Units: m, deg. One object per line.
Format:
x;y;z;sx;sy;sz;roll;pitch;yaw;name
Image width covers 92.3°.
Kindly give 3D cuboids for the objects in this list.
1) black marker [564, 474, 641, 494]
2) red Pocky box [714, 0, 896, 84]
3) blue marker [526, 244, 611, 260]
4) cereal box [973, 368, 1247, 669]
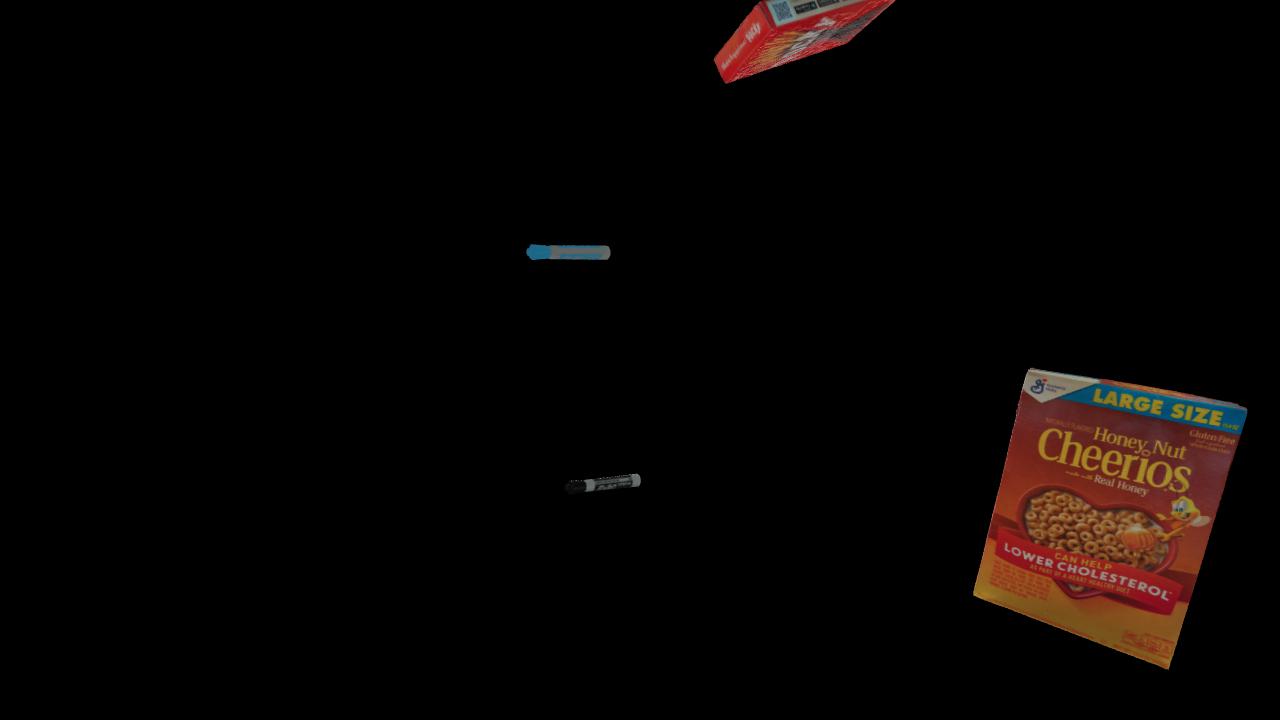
-0.053;0.177;0.878;0.121;0.020;0.020;2;-1;-36;black marker
0.147;-0.291;0.536;0.155;0.028;0.083;-26;4;-20;red Pocky box
-0.090;-0.137;0.780;0.121;0.020;0.020;-8;5;-41;blue marker
0.548;0.176;0.741;0.203;0.306;0.081;15;12;34;cereal box
